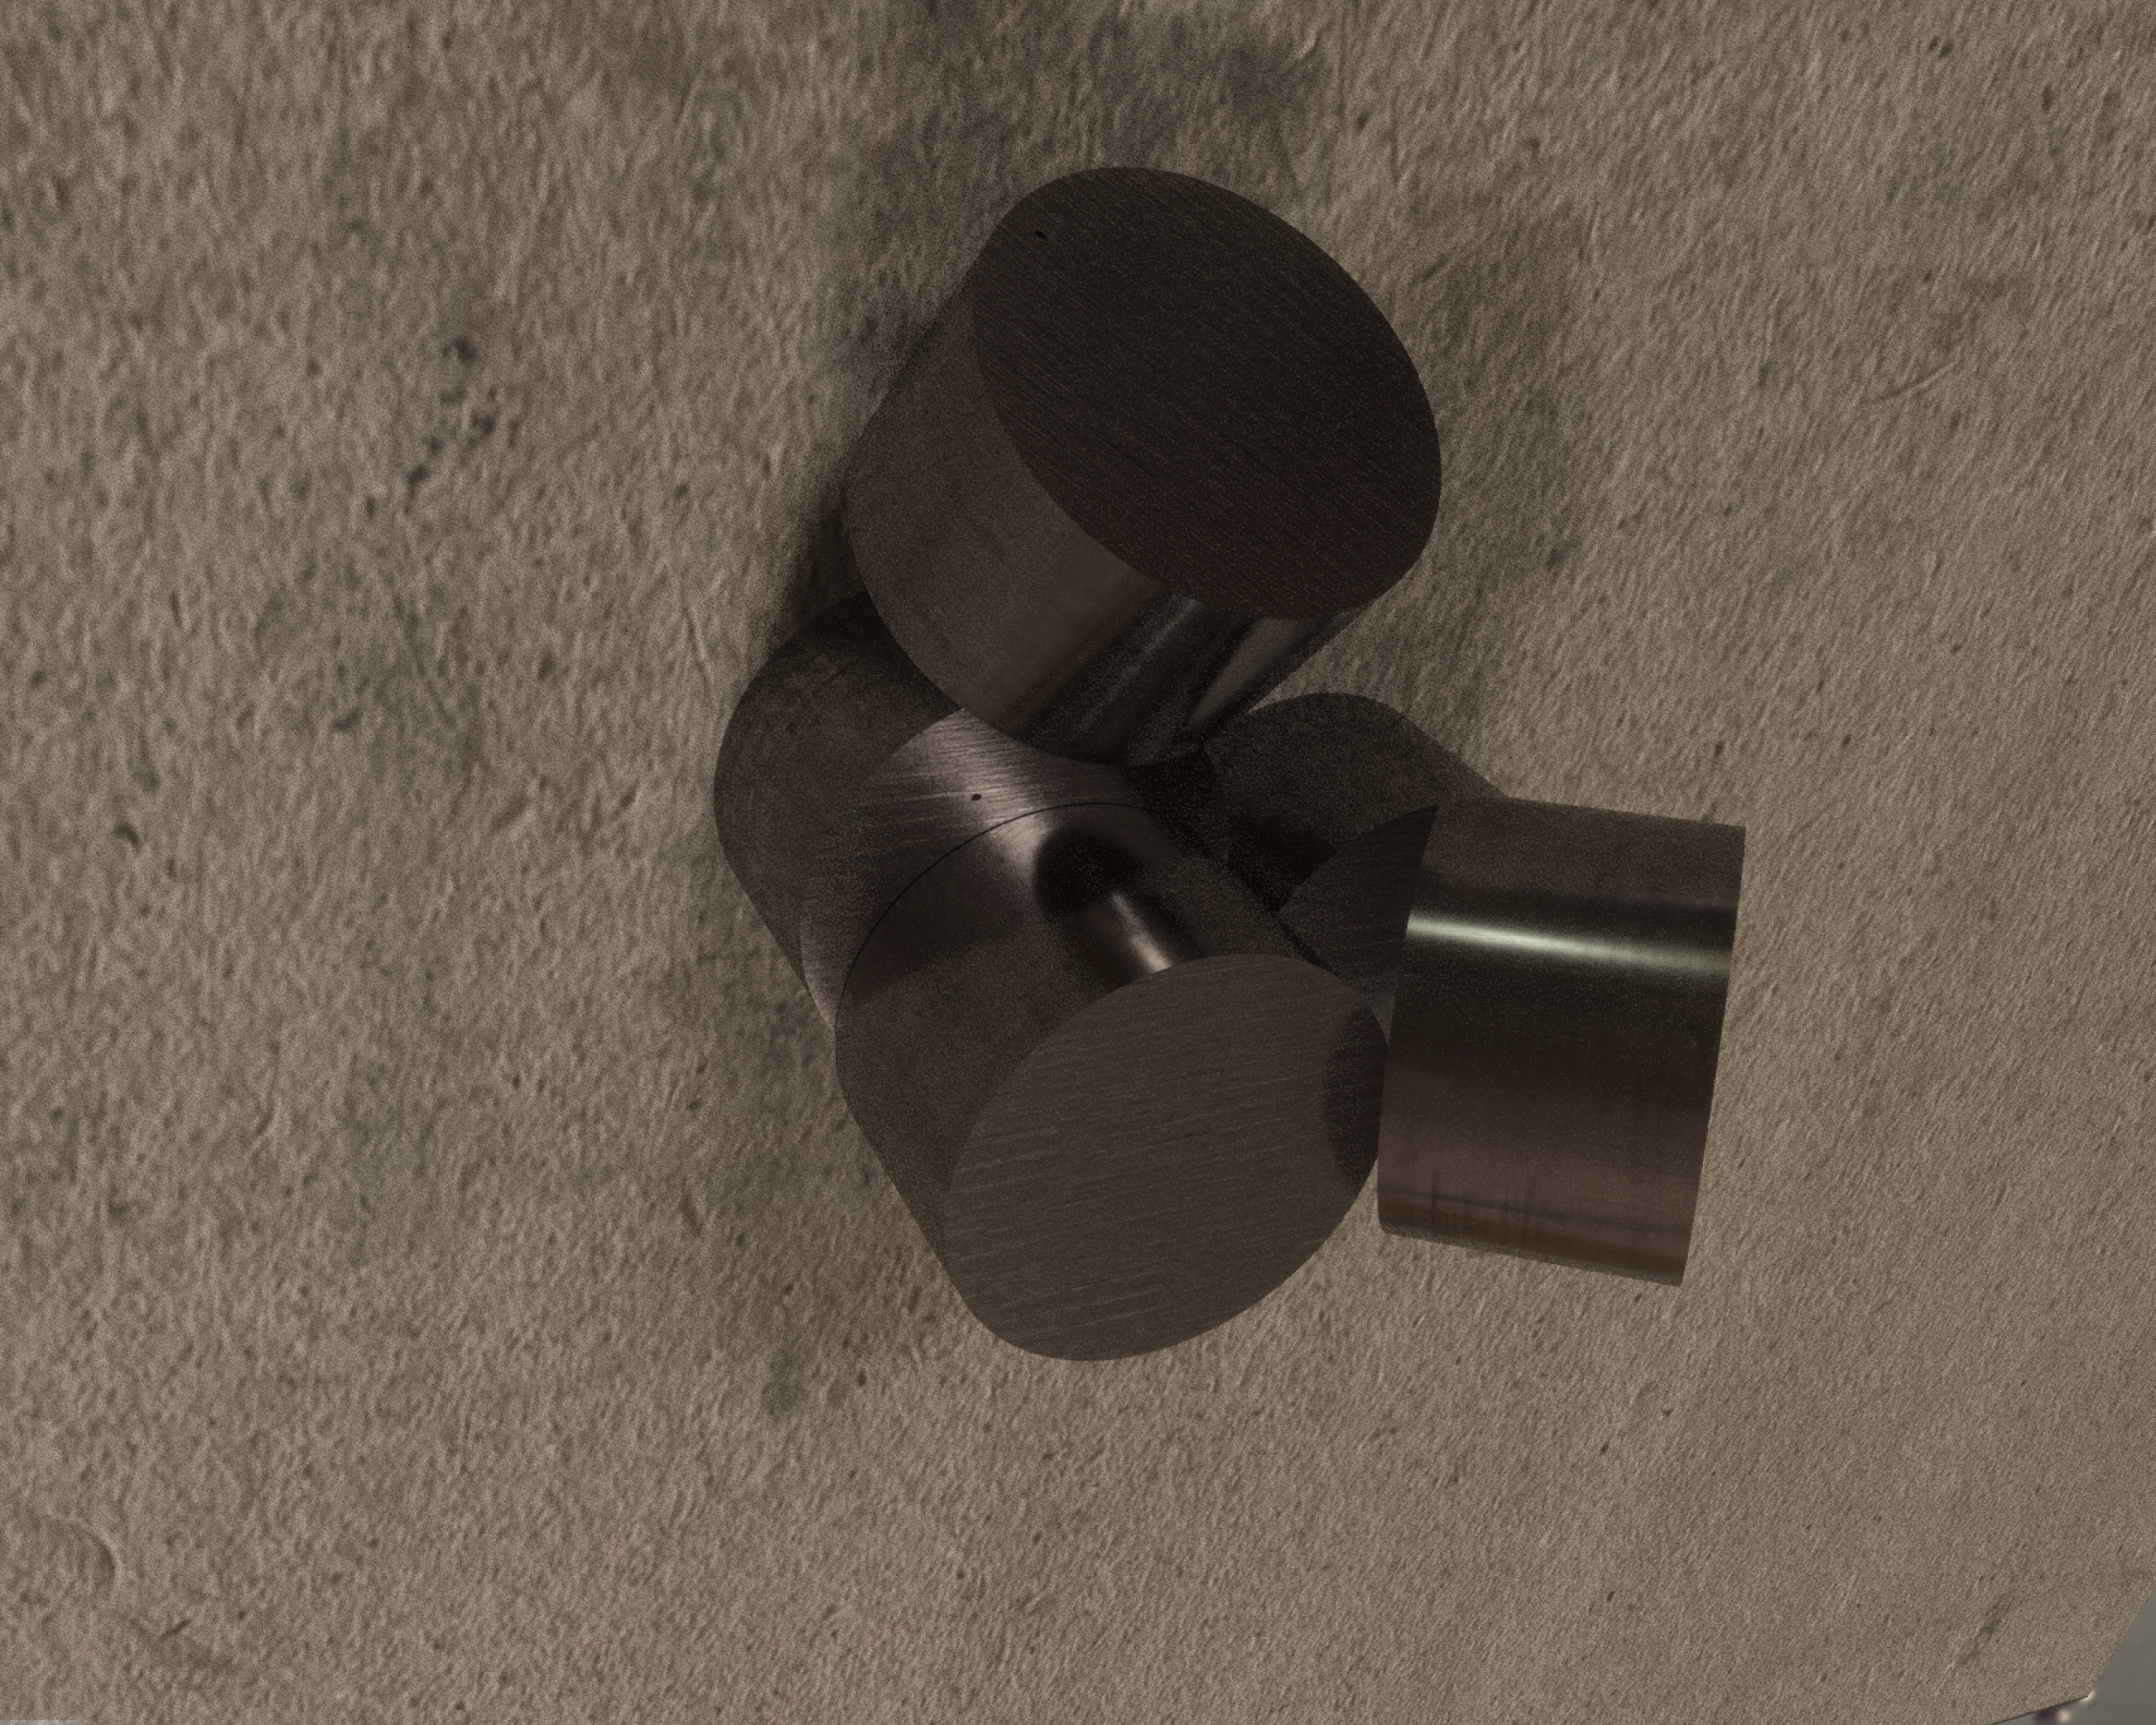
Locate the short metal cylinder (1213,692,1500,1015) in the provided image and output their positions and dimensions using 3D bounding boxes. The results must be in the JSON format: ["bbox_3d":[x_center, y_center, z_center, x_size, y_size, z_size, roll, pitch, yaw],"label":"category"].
[{"bbox_3d":[0.055,0.011,0.430,0.081,0.050,0.079,-14,125,-21],"label":"short metal cylinder"}]

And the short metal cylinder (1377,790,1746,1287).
[{"bbox_3d":[0.085,0.030,0.366,0.050,0.080,0.079,8,124,16],"label":"short metal cylinder"}]

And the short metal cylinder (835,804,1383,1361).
[{"bbox_3d":[0.005,0.037,0.354,0.081,0.050,0.079,-14,125,-21],"label":"short metal cylinder"}]

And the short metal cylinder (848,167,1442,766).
[{"bbox_3d":[0.010,-0.062,0.333,0.081,0.080,0.050,0,157,-29],"label":"short metal cylinder"}]

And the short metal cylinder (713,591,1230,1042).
[{"bbox_3d":[-0.020,-0.006,0.379,0.081,0.050,0.079,-14,125,-21],"label":"short metal cylinder"}]
